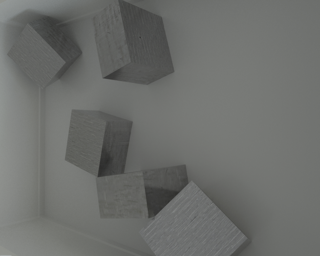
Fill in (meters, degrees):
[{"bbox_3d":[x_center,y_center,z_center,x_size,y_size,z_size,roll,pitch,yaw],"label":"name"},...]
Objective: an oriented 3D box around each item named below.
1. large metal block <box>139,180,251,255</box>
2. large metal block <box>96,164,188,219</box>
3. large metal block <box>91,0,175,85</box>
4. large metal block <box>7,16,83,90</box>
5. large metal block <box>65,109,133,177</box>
[{"bbox_3d":[0.039,0.118,0.336,0.080,0.050,0.080,-44,60,-2],"label":"large metal block"},{"bbox_3d":[-0.020,0.078,0.385,0.080,0.081,0.050,-14,81,39],"label":"large metal block"},{"bbox_3d":[-0.034,-0.105,0.397,0.050,0.081,0.080,-20,78,38],"label":"large metal block"},{"bbox_3d":[-0.195,-0.126,0.524,0.080,0.050,0.080,-35,103,34],"label":"large metal block"},{"bbox_3d":[-0.093,0.020,0.465,0.080,0.050,0.079,17,101,38],"label":"large metal block"}]
